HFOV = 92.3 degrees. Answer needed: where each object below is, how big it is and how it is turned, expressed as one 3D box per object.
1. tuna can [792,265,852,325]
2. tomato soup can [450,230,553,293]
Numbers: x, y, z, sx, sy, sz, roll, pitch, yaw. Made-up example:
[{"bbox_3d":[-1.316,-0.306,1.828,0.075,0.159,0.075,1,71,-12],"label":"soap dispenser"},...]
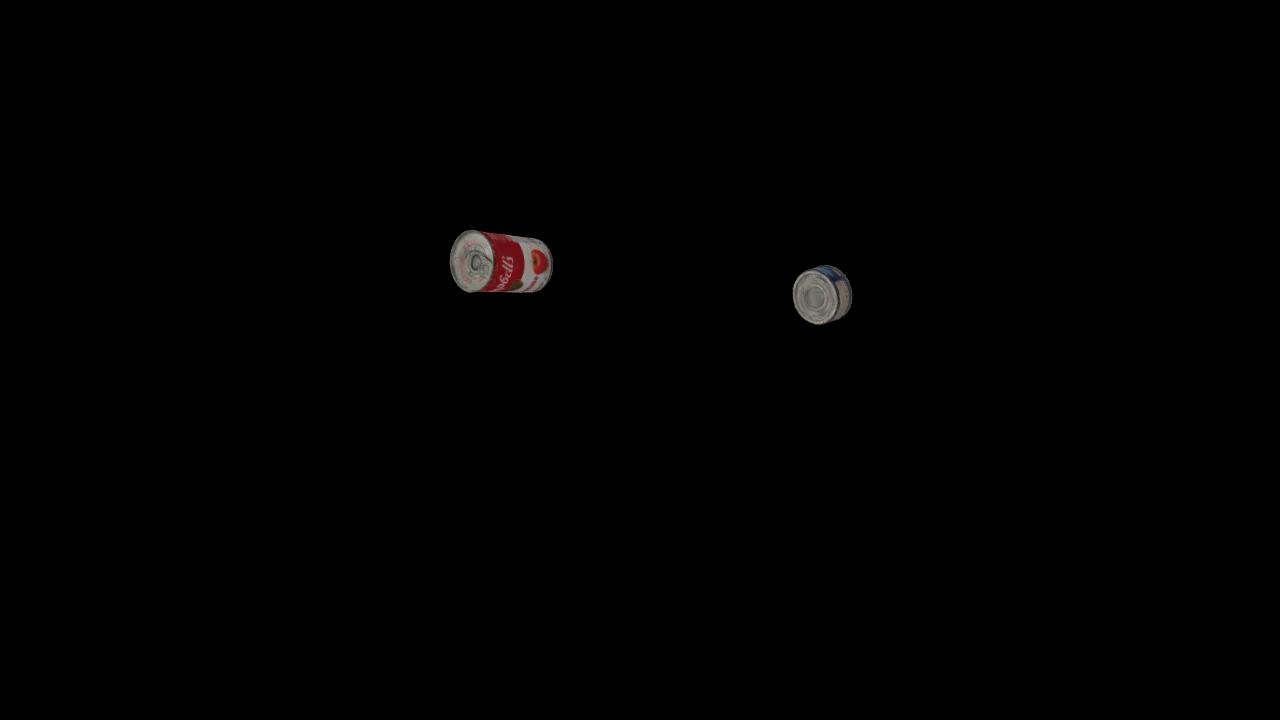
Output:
[{"bbox_3d":[0.264,-0.095,0.899,0.034,0.084,0.084,-19,10,-33],"label":"tuna can"},{"bbox_3d":[-0.156,-0.111,0.705,0.068,0.068,0.101,0,5,31],"label":"tomato soup can"}]
